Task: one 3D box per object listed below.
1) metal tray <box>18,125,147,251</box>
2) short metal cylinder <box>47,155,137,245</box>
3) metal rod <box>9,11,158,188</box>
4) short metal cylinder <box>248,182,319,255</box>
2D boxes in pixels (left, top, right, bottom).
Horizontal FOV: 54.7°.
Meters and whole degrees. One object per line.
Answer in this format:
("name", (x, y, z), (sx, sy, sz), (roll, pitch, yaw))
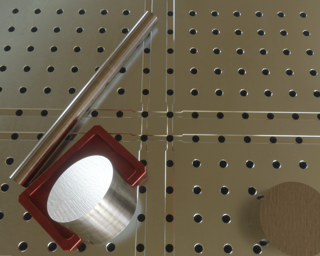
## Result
("metal tray", (-0.091, 0.071, 0.382), (0.090, 0.030, 0.130), (41, 75, 13))
("short metal cylinder", (-0.072, 0.077, 0.336), (0.080, 0.050, 0.080), (-19, 40, 18))
("metal rod", (-0.095, -0.050, 0.429), (0.025, 0.025, 0.300), (32, 73, 11))
("short metal cylinder", (0.149, 0.106, 0.360), (0.081, 0.050, 0.080), (0, 70, 0))
